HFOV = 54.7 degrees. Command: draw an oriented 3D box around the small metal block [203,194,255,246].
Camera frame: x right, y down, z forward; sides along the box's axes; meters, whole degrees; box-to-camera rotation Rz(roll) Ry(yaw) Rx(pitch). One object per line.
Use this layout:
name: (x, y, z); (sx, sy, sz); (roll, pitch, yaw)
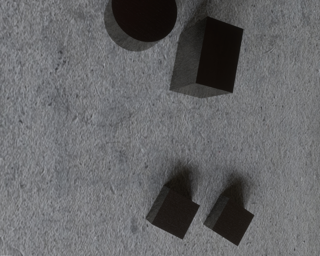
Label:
small metal block: (0.099, 0.132, 0.446); (0.050, 0.025, 0.050); (36, 78, -17)

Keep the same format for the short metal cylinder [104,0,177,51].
short metal cylinder: (-0.025, -0.141, 0.386); (0.081, 0.050, 0.080); (0, 90, -20)

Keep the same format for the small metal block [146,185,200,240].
small metal block: (0.017, 0.113, 0.416); (0.050, 0.025, 0.050); (32, 79, -17)

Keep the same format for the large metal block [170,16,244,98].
large metal block: (0.057, -0.086, 0.401); (0.050, 0.080, 0.080); (12, 86, -20)
